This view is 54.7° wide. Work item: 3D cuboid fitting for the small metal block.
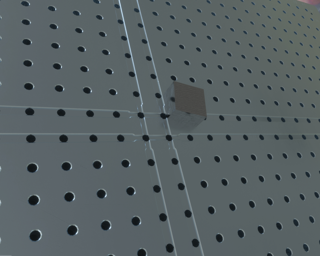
[{"bbox_3d":[0.038,-0.036,0.452,0.050,0.025,0.050,12,57,-22],"label":"small metal block"}]
